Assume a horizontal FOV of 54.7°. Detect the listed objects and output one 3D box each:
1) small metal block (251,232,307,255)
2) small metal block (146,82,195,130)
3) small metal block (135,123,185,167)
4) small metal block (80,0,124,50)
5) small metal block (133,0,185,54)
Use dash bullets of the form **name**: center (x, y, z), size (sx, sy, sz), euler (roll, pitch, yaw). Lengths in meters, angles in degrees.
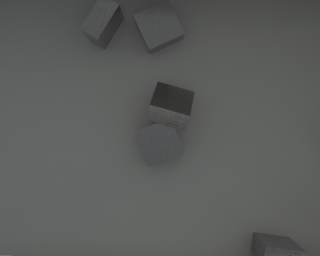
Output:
- **small metal block**: center (0.151, 0.159, 0.400), size (0.050, 0.050, 0.025), euler (9, 90, 0)
- **small metal block**: center (0.014, -0.029, 0.397), size (0.050, 0.050, 0.025), euler (16, 134, 0)
- **small metal block**: center (0.000, 0.019, 0.411), size (0.050, 0.025, 0.050), euler (-20, 90, 0)
- **small metal block**: center (-0.073, -0.134, 0.398), size (0.025, 0.050, 0.050), euler (32, 90, 0)
- **small metal block**: center (-0.002, -0.134, 0.411), size (0.050, 0.025, 0.050), euler (-25, 90, 0)
